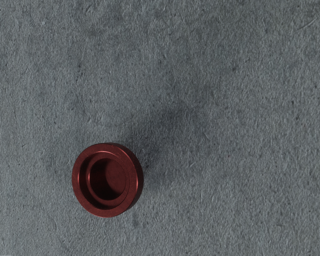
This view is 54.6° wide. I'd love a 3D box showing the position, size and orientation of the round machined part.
[{"bbox_3d":[-0.067,0.068,0.424,0.098,0.042,0.097,0,90,20],"label":"round machined part"}]
